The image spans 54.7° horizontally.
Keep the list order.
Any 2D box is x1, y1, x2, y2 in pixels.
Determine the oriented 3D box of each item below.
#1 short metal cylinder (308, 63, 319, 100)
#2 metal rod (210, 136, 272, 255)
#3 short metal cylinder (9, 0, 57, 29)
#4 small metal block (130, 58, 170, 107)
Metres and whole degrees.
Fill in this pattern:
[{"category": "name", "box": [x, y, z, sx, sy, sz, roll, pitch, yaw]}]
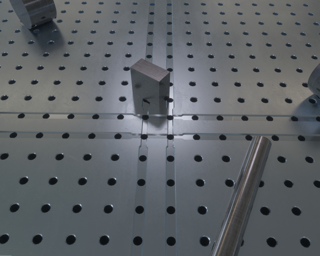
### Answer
[{"category": "short metal cylinder", "box": [0.256, -0.064, 0.427, 0.081, 0.080, 0.050, -15, 52, -12]}, {"category": "metal rod", "box": [0.064, 0.122, 0.304, 0.025, 0.025, 0.301, 20, 53, 16]}, {"category": "short metal cylinder", "box": [-0.233, -0.228, 0.562, 0.050, 0.080, 0.080, -35, 58, -25]}, {"category": "small metal block", "box": [-0.014, -0.065, 0.446, 0.050, 0.050, 0.025, 30, 56, 22]}]
